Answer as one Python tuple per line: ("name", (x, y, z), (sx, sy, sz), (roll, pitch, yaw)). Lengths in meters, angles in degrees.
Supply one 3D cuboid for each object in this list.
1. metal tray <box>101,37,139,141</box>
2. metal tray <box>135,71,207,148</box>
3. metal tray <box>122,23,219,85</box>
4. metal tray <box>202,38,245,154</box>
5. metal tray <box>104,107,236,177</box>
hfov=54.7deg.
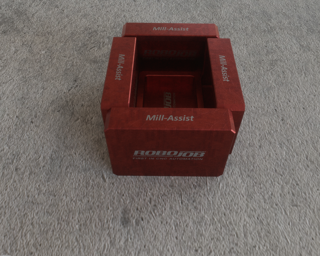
("metal tray", (-0.047, -0.044, 0.398), (0.030, 0.089, 0.130), (1, 50, 0))
("metal tray", (0.014, -0.024, 0.422), (0.091, 0.030, 0.130), (1, 50, 0))
("metal tray", (0.014, -0.105, 0.450), (0.131, 0.089, 0.030), (1, 50, 0))
("metal tray", (0.075, -0.042, 0.398), (0.030, 0.089, 0.130), (1, 50, 0))
("metal tray", (0.010, 0.018, 0.346), (0.131, 0.089, 0.030), (1, 50, 0))
